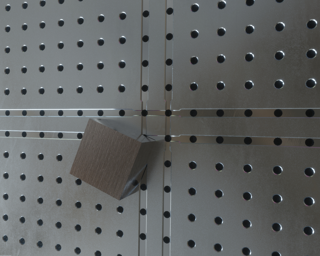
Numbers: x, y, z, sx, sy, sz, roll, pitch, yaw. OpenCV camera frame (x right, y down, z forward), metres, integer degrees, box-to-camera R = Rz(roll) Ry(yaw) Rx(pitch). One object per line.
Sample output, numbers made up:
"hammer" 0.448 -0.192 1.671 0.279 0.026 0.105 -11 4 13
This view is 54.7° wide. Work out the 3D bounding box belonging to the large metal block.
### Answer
"large metal block" -0.063 0.039 0.421 0.080 0.050 0.080 24 98 18
